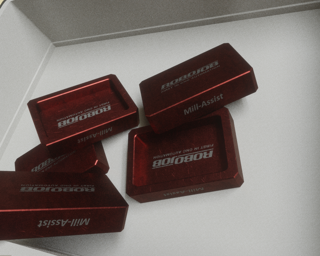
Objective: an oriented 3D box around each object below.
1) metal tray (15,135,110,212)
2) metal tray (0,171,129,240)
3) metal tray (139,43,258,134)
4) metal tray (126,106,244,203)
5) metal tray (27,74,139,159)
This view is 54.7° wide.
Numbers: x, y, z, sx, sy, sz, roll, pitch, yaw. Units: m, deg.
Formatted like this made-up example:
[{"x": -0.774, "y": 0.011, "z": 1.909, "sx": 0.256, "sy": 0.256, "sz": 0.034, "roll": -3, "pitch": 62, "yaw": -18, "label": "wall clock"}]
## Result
[{"x": -0.143, "y": 0.053, "z": 0.443, "sx": 0.130, "sy": 0.030, "sz": 0.090, "roll": -32, "pitch": 52, "yaw": 7, "label": "metal tray"}, {"x": -0.111, "y": 0.079, "z": 0.334, "sx": 0.090, "sy": 0.131, "sz": 0.030, "roll": 31, "pitch": 111, "yaw": 59, "label": "metal tray"}, {"x": 0.042, "y": -0.052, "z": 0.387, "sx": 0.130, "sy": 0.030, "sz": 0.090, "roll": -24, "pitch": 35, "yaw": 6, "label": "metal tray"}, {"x": 0.025, "y": 0.033, "z": 0.367, "sx": 0.130, "sy": 0.030, "sz": 0.090, "roll": -14, "pitch": 56, "yaw": 20, "label": "metal tray"}, {"x": -0.106, "y": -0.021, "z": 0.431, "sx": 0.131, "sy": 0.030, "sz": 0.090, "roll": -22, "pitch": 53, "yaw": -18, "label": "metal tray"}]
